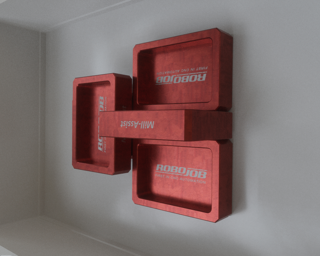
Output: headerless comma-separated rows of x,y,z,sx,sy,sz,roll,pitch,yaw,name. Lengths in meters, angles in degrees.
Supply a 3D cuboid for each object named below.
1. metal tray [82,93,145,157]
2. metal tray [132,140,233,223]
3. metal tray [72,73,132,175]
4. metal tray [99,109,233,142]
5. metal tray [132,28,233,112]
-0.080,-0.003,0.463,0.130,0.030,0.089,1,90,39,metal tray
0.023,0.056,0.381,0.130,0.030,0.089,1,91,39,metal tray
-0.081,-0.006,0.426,0.090,0.030,0.129,2,91,39,metal tray
0.005,-0.004,0.356,0.130,0.091,0.030,1,91,39,metal tray
0.023,-0.064,0.381,0.130,0.030,0.089,1,91,39,metal tray
